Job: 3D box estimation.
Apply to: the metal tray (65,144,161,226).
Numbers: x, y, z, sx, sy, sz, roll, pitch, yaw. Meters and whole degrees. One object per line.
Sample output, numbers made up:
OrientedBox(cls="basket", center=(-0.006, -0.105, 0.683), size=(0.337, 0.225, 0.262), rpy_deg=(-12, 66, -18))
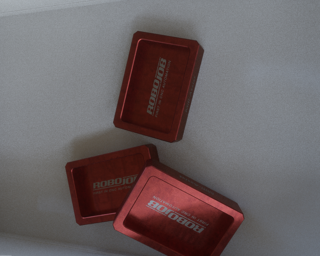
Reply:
OrientedBox(cls="metal tray", center=(-0.061, 0.079, 0.428), size=(0.130, 0.030, 0.090), rpy_deg=(-14, 85, 19))

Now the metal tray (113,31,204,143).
OrientedBox(cls="metal tray", center=(-0.003, -0.054, 0.407), size=(0.090, 0.030, 0.129), rpy_deg=(15, 95, 19))

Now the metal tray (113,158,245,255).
OrientedBox(cls="metal tray", center=(0.022, 0.106, 0.373), size=(0.131, 0.030, 0.090), rpy_deg=(29, 100, -6))
